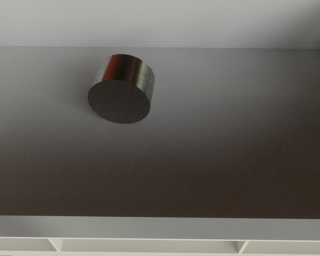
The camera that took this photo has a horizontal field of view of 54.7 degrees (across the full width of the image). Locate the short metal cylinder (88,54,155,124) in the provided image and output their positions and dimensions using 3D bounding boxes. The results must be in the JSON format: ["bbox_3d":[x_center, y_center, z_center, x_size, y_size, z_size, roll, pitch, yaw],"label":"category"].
[{"bbox_3d":[-0.050,-0.050,0.411,0.080,0.080,0.050,5,50,4],"label":"short metal cylinder"}]
